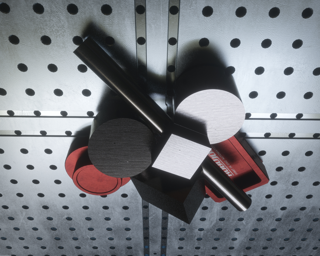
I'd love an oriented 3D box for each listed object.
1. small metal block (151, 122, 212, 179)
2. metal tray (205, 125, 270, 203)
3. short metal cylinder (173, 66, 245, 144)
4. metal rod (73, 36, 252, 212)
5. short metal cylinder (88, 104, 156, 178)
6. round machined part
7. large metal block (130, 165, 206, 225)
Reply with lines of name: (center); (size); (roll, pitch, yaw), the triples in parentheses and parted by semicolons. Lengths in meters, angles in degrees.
small metal block: (0.024, 0.027, 0.361); (0.050, 0.025, 0.050); (21, 119, -17)
metal tray: (0.088, 0.050, 0.447); (0.090, 0.030, 0.130); (-29, 125, 22)
short metal cylinder: (0.056, -0.026, 0.369); (0.081, 0.050, 0.079); (0, 130, 0)
metal rod: (0.017, 0.009, 0.382); (0.025, 0.025, 0.300); (-35, 113, 26)
short metal cylinder: (-0.048, 0.015, 0.388); (0.081, 0.050, 0.079); (-3, 114, -8)
round machined part: (-0.087, 0.060, 0.445); (0.099, 0.042, 0.097); (0, 130, 0)
large metal block: (0.013, 0.079, 0.423); (0.080, 0.050, 0.080); (22, 152, 25)
